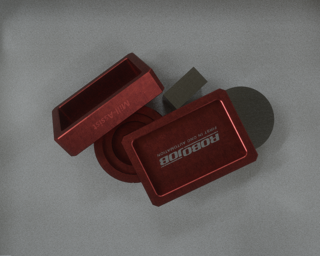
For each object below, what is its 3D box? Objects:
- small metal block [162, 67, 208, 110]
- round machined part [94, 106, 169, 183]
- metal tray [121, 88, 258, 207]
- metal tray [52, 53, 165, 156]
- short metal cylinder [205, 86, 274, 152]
[{"bbox_3d":[0.030,-0.048,0.397,0.050,0.050,0.025,-43,90,-2],"label":"small metal block"},{"bbox_3d":[-0.032,0.019,0.402,0.099,0.042,0.097,0,90,-1],"label":"round machined part"},{"bbox_3d":[0.033,0.022,0.360,0.130,0.030,0.090,-26,90,4],"label":"metal tray"},{"bbox_3d":[-0.067,-0.033,0.375,0.130,0.090,0.030,-36,122,-1],"label":"metal tray"},{"bbox_3d":[0.098,-0.011,0.398,0.081,0.050,0.079,0,90,-1],"label":"short metal cylinder"}]
